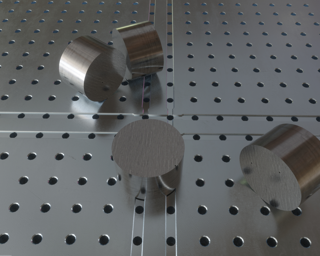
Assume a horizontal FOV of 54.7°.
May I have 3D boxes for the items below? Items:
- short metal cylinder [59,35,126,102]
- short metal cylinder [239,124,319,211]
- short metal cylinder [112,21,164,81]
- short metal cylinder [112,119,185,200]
[{"bbox_3d":[-0.094,-0.084,0.442,0.050,0.080,0.080,32,57,24],"label":"short metal cylinder"},{"bbox_3d":[0.135,0.042,0.337,0.050,0.080,0.080,-29,56,-22],"label":"short metal cylinder"},{"bbox_3d":[-0.034,-0.116,0.469,0.050,0.080,0.080,-20,53,-16],"label":"short metal cylinder"},{"bbox_3d":[-0.013,0.036,0.361,0.081,0.050,0.080,0,50,0],"label":"short metal cylinder"}]
